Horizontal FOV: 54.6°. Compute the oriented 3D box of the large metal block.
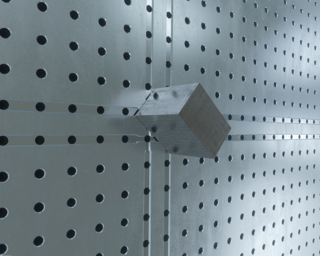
[{"bbox_3d":[0.030,-0.008,0.397,0.080,0.080,0.050,49,61,-29],"label":"large metal block"}]
